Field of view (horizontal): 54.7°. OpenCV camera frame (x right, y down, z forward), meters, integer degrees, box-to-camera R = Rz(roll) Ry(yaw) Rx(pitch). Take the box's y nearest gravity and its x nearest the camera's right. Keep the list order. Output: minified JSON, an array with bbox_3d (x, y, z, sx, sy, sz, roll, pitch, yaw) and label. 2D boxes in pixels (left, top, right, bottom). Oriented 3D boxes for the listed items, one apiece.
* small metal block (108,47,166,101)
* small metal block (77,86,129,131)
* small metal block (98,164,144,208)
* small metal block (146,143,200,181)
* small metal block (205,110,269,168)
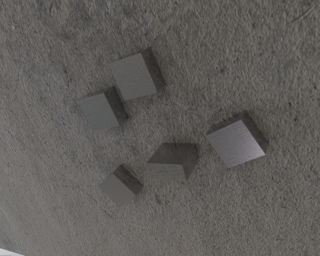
[{"bbox_3d":[-0.028,-0.066,0.381,0.050,0.025,0.050,-10,114,32],"label":"small metal block"},{"bbox_3d":[-0.079,-0.026,0.432,0.050,0.025,0.050,-11,113,32],"label":"small metal block"},{"bbox_3d":[-0.063,0.094,0.498,0.050,0.025,0.050,45,129,-3],"label":"small metal block"},{"bbox_3d":[0.018,0.043,0.408,0.050,0.050,0.025,-1,118,28],"label":"small metal block"},{"bbox_3d":[0.091,0.014,0.367,0.050,0.025,0.050,-29,103,37],"label":"small metal block"}]
